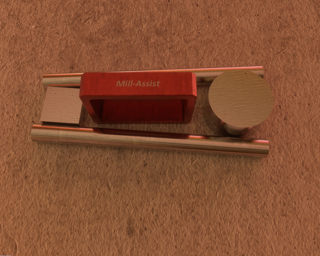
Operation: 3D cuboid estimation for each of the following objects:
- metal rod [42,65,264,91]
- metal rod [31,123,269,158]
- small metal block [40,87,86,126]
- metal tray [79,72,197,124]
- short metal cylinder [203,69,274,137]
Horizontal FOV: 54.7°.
[{"bbox_3d":[-0.008,-0.070,0.435,0.302,0.025,0.025,-2,70,-1],"label":"metal rod"},{"bbox_3d":[-0.013,0.016,0.403,0.302,0.025,0.025,4,70,1],"label":"metal rod"},{"bbox_3d":[-0.128,-0.027,0.419,0.050,0.025,0.050,4,70,1],"label":"small metal block"},{"bbox_3d":[-0.024,-0.034,0.386,0.131,0.090,0.030,0,70,0],"label":"metal tray"},{"bbox_3d":[0.100,-0.030,0.407,0.081,0.050,0.080,0,70,0],"label":"short metal cylinder"}]
